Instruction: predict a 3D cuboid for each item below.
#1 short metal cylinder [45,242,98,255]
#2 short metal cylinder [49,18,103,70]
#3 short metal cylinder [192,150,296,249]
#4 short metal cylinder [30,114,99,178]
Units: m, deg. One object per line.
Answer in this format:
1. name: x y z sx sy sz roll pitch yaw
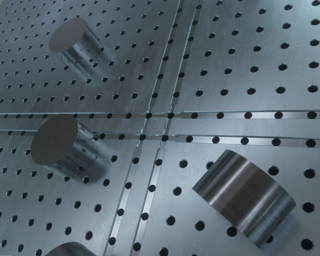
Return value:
1. short metal cylinder: -0.089 0.166 0.316 0.050 0.080 0.080 17 71 34
2. short metal cylinder: -0.152 -0.153 0.563 0.080 0.050 0.080 -13 56 20
3. short metal cylinder: 0.077 0.065 0.292 0.050 0.080 0.080 -48 52 -5
4. short metal cylinder: -0.136 0.026 0.445 0.080 0.050 0.080 -13 56 20
